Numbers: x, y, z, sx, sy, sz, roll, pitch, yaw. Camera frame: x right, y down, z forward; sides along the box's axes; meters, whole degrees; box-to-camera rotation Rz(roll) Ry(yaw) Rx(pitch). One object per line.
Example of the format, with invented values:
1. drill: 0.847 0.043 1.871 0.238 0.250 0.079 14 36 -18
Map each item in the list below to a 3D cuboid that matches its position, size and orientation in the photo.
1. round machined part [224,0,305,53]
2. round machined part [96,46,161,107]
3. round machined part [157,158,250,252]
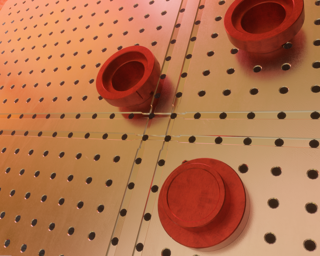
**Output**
1. round machined part: 0.138 -0.138 0.410 0.098 0.042 0.098 -13 56 21
2. round machined part: -0.043 -0.072 0.466 0.098 0.042 0.098 -13 56 21
3. round machined part: 0.041 0.076 0.329 0.098 0.042 0.098 -13 56 21
